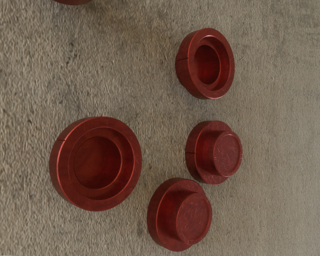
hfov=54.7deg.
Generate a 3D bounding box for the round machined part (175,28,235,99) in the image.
[{"bbox_3d":[0.060,-0.089,0.443,0.099,0.042,0.097,0,90,-40],"label":"round machined part"}]

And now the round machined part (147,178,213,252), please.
[{"bbox_3d":[0.034,0.119,0.422,0.099,0.042,0.097,0,90,-40],"label":"round machined part"}]

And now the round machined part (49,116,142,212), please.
[{"bbox_3d":[-0.071,0.036,0.334,0.099,0.042,0.097,0,90,-40],"label":"round machined part"}]

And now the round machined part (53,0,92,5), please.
[{"bbox_3d":[-0.098,-0.173,0.311,0.099,0.042,0.097,0,90,-40],"label":"round machined part"}]

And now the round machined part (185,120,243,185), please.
[{"bbox_3d":[0.087,0.037,0.467,0.099,0.042,0.097,0,90,-40],"label":"round machined part"}]
